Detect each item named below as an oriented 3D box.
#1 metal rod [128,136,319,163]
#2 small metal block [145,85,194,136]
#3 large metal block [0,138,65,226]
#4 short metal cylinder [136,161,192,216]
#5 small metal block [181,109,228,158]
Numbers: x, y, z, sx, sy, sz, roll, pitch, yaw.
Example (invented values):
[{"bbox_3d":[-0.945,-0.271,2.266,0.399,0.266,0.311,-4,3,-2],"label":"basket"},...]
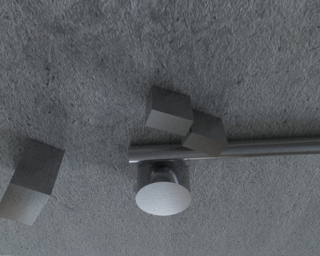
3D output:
[{"bbox_3d":[0.108,0.030,0.433,0.302,0.025,0.025,-3,130,2],"label":"metal rod"},{"bbox_3d":[0.010,-0.021,0.373,0.050,0.050,0.025,15,128,-13],"label":"small metal block"},{"bbox_3d":[-0.180,0.075,0.433,0.050,0.080,0.080,25,126,-20],"label":"large metal block"},{"bbox_3d":[0.005,0.087,0.465,0.081,0.050,0.079,0,130,0],"label":"short metal cylinder"},{"bbox_3d":[0.055,0.005,0.396,0.050,0.050,0.025,19,127,-16],"label":"small metal block"}]
